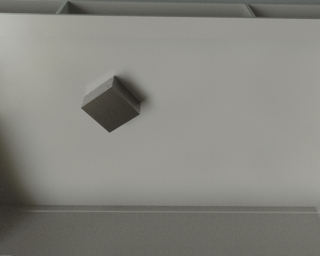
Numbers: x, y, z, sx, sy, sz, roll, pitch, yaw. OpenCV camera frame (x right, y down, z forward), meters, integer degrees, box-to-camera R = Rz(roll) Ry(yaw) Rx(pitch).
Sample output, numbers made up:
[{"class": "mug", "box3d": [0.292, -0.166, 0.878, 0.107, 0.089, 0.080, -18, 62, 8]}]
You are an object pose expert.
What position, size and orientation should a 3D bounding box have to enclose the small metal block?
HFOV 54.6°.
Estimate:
[{"class": "small metal block", "box3d": [-0.060, -0.028, 0.384, 0.050, 0.025, 0.050, -30, 124, 23]}]
